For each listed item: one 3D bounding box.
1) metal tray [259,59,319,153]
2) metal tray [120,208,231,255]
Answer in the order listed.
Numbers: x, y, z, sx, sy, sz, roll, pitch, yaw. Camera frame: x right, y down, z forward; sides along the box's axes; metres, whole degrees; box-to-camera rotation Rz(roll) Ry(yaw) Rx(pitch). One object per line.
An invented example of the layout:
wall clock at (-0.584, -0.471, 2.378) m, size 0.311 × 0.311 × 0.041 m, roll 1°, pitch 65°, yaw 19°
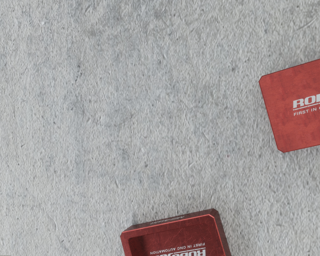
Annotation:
metal tray at (0.186, -0.031, 0.341) m, size 0.130 × 0.030 × 0.090 m, roll -15°, pitch 85°, yaw 19°
metal tray at (0.022, 0.163, 0.398) m, size 0.130 × 0.030 × 0.090 m, roll -18°, pitch 84°, yaw 19°
